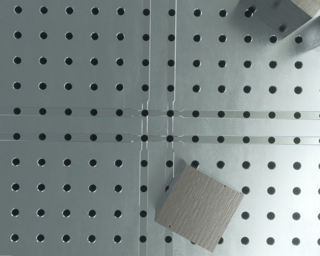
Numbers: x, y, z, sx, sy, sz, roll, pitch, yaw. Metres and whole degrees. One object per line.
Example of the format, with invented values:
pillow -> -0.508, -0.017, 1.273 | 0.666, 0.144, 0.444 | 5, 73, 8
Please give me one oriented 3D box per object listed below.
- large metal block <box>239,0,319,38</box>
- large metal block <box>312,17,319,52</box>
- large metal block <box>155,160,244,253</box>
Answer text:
large metal block -> 0.155, -0.168, 0.387 | 0.080, 0.080, 0.050 | 39, 90, 0
large metal block -> 0.254, -0.122, 0.387 | 0.080, 0.080, 0.050 | 14, 90, 0
large metal block -> 0.048, 0.098, 0.401 | 0.080, 0.050, 0.080 | 29, 90, 0
